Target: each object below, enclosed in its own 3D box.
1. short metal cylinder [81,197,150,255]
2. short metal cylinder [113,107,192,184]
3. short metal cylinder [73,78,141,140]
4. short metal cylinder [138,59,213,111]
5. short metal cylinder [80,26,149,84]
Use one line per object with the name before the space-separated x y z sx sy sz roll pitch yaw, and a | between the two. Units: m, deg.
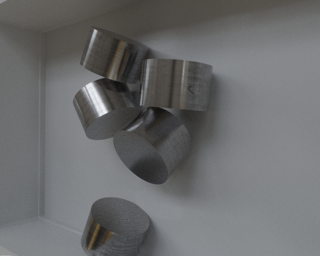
short metal cylinder | -0.060 0.138 0.418 0.080 0.081 0.050 32 110 35
short metal cylinder | -0.009 0.021 0.372 0.080 0.050 0.079 27 141 25
short metal cylinder | -0.073 -0.025 0.428 0.080 0.081 0.050 -41 66 32
short metal cylinder | 0.018 -0.047 0.355 0.080 0.081 0.050 8 95 39
short metal cylinder | -0.061 -0.099 0.419 0.080 0.081 0.050 34 111 34
